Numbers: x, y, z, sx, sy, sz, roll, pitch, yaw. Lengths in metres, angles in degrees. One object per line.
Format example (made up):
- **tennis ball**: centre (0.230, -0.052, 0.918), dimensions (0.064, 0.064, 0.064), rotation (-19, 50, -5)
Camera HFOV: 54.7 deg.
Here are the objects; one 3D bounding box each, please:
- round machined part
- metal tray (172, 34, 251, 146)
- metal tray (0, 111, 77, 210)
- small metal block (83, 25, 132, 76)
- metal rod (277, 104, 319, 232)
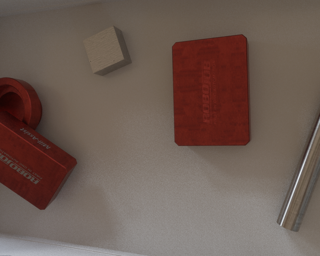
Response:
- **round machined part**: centre (-0.223, -0.027, 0.478), dimensions (0.098, 0.042, 0.097), rotation (0, 90, 19)
- **metal tray**: centre (0.064, -0.043, 0.385), dimensions (0.090, 0.030, 0.129), rotation (-2, 89, 19)
- **metal tray**: centre (-0.197, 0.048, 0.447), dimensions (0.130, 0.030, 0.090), rotation (35, 114, -2)
- **small metal block**: centre (-0.074, -0.107, 0.435), dimensions (0.050, 0.025, 0.050), rotation (-20, 84, 18)
- **metal rod**: centre (0.192, -0.028, 0.342), dimensions (0.025, 0.025, 0.298), rotation (19, 96, 18)
